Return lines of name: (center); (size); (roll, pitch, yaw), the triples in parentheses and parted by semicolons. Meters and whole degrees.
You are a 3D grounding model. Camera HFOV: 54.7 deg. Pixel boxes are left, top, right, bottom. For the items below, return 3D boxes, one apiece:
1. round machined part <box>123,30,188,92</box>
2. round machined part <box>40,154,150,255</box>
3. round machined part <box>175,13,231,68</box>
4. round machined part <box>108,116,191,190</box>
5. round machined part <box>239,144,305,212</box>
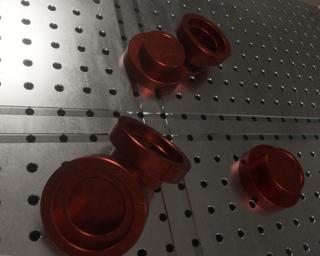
round machined part: (-0.001, -0.106, 0.463); (0.099, 0.042, 0.098); (14, 56, -21)
round machined part: (-0.059, 0.073, 0.300); (0.099, 0.042, 0.097); (0, 93, 6)
round machined part: (0.066, -0.140, 0.515); (0.099, 0.042, 0.098); (20, 48, -24)
round machined part: (-0.017, 0.032, 0.349); (0.098, 0.042, 0.098); (34, 11, -7)
round machined part: (0.168, 0.067, 0.449); (0.099, 0.042, 0.098); (14, 56, -21)
